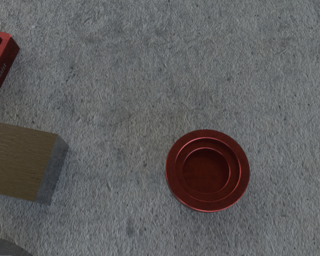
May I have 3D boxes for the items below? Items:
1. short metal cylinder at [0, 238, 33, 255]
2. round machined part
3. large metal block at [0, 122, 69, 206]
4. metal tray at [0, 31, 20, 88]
[{"bbox_3d":[-0.159,0.160,0.319,0.080,0.080,0.050,35,74,11],"label":"short metal cylinder"},{"bbox_3d":[0.055,0.054,0.380,0.099,0.042,0.098,0,70,0],"label":"round machined part"},{"bbox_3d":[-0.168,0.044,0.377,0.080,0.050,0.080,12,70,4],"label":"large metal block"},{"bbox_3d":[-0.268,-0.079,0.432,0.090,0.030,0.130,14,70,5],"label":"metal tray"}]
